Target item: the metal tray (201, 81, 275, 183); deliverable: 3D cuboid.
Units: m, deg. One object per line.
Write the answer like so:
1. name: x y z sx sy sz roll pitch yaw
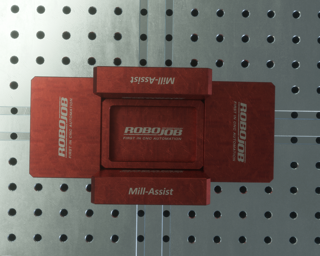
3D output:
1. metal tray: 0.102 0.005 0.410 0.091 0.030 0.129 1 90 -2

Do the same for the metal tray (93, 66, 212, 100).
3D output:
1. metal tray: -0.008 -0.052 0.381 0.131 0.090 0.030 1 90 -1

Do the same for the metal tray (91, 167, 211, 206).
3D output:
1. metal tray: -0.010 0.068 0.379 0.131 0.090 0.030 1 90 -1

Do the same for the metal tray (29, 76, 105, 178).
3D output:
1. metal tray: -0.120 -0.001 0.409 0.091 0.030 0.129 1 90 -1

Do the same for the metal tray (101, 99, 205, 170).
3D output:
1. metal tray: -0.009 0.008 0.408 0.131 0.030 0.089 1 90 -1
